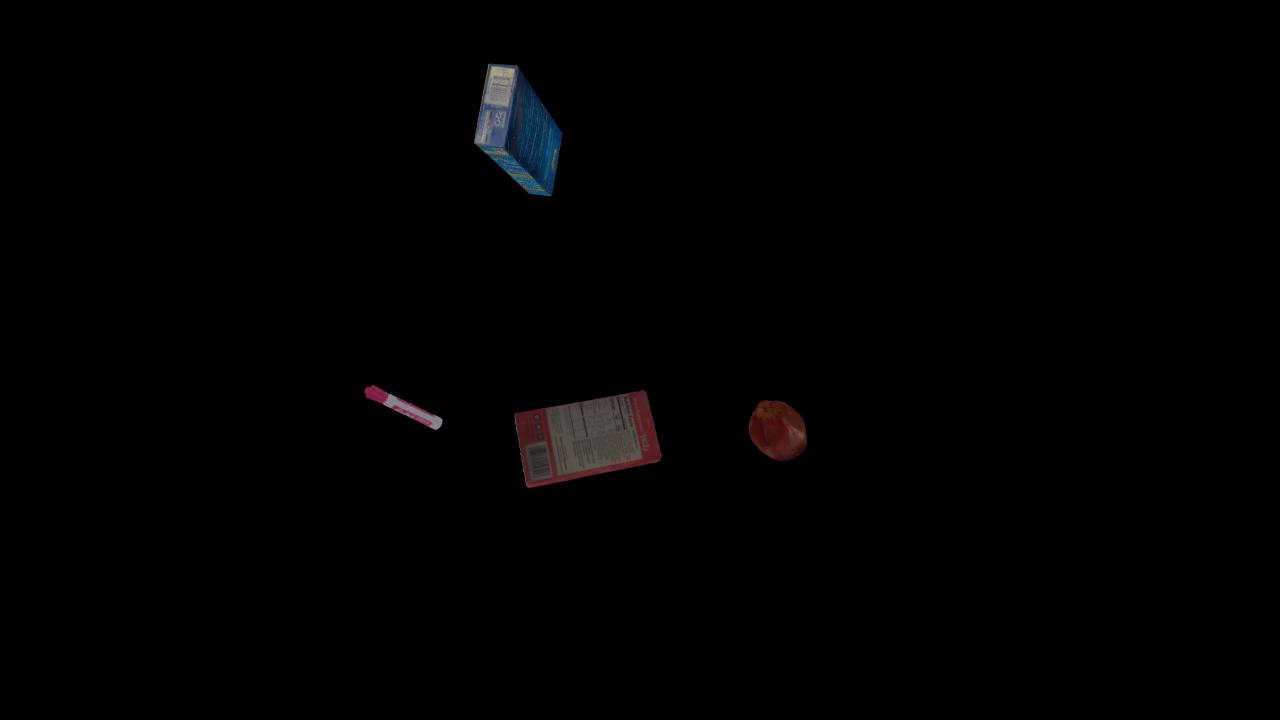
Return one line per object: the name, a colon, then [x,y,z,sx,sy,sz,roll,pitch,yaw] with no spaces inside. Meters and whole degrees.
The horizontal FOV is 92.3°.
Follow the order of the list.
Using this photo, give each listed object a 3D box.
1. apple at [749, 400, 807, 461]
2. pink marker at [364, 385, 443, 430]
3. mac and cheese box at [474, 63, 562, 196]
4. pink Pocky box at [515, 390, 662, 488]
apple: [0.196,0.100,0.878,0.079,0.079,0.093,0,-40,40]
pink marker: [-0.327,0.066,0.854,0.020,0.020,0.121,0,-27,39]
mac and cheese box: [-0.142,-0.272,0.751,0.041,0.093,0.184,8,-1,8]
pink Pocky box: [-0.059,0.089,0.701,0.155,0.084,0.029,-10,-18,-12]
